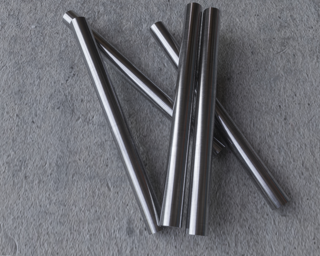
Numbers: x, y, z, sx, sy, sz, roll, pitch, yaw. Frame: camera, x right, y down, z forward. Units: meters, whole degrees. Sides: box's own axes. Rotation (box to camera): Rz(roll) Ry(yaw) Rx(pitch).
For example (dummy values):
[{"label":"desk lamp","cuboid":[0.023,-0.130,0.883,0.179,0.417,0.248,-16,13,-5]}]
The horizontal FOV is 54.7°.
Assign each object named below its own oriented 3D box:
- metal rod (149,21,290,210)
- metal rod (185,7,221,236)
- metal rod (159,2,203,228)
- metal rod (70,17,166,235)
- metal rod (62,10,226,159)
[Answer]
[{"label":"metal rod","cuboid":[0.071,-0.028,0.418,0.025,0.025,0.299,-29,73,-10]},{"label":"metal rod","cuboid":[0.057,-0.023,0.388,0.025,0.025,0.299,6,70,2]},{"label":"metal rod","cuboid":[0.030,-0.031,0.391,0.025,0.025,0.299,7,70,2]},{"label":"metal rod","cuboid":[-0.057,-0.014,0.399,0.025,0.025,0.299,-21,76,-7]},{"label":"metal rod","cuboid":[-0.031,-0.067,0.432,0.300,0.025,0.025,43,76,14]}]
